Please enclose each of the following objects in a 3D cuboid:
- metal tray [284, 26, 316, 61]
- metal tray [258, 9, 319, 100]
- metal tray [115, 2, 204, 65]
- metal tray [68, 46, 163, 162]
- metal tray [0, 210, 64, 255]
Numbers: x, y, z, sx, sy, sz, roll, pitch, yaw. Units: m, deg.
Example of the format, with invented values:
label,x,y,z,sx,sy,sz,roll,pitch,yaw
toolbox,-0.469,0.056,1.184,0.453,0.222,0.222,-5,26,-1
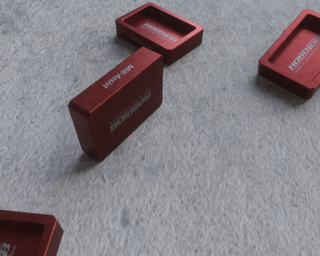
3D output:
label,x,y,z,sx,sy,sz,roll,pitch,yaw
metal tray,0.285,-0.146,0.526,0.130,0.030,0.090,34,57,25
metal tray,0.225,-0.116,0.474,0.090,0.030,0.130,37,76,25
metal tray,-0.002,-0.169,0.541,0.130,0.030,0.090,35,58,25
metal tray,-0.047,-0.031,0.385,0.030,0.089,0.131,30,56,22
metal tray,-0.152,0.141,0.278,0.091,0.030,0.130,5,50,4
